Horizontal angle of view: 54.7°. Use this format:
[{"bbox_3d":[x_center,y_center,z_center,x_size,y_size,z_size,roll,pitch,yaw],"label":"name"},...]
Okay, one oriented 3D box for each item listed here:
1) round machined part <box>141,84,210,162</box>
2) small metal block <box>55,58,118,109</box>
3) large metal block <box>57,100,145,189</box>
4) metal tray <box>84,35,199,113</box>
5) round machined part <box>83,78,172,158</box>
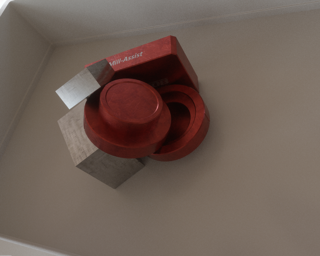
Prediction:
[{"bbox_3d":[0.015,-0.003,0.387,0.098,0.042,0.098,-13,56,20],"label":"round machined part"},{"bbox_3d":[-0.084,-0.052,0.359,0.050,0.025,0.050,-30,12,24],"label":"small metal block"},{"bbox_3d":[-0.074,0.020,0.394,0.050,0.080,0.080,-38,51,3],"label":"large metal block"},{"bbox_3d":[-0.024,-0.063,0.411,0.130,0.090,0.030,-14,57,20],"label":"metal tray"},{"bbox_3d":[-0.034,-0.018,0.346,0.099,0.042,0.098,9,48,-10],"label":"round machined part"}]
